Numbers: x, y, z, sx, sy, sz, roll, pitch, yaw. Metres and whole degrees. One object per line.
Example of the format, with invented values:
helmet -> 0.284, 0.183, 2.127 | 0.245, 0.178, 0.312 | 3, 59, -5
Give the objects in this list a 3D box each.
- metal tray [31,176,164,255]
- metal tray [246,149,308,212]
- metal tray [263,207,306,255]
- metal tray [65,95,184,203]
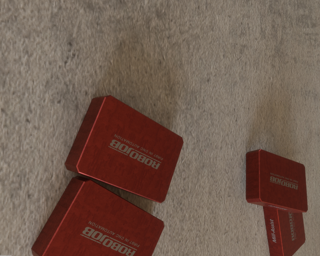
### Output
metal tray -> -0.062, 0.123, 0.351 | 0.130, 0.030, 0.090 | 40, 66, -33
metal tray -> 0.211, 0.098, 0.556 | 0.131, 0.030, 0.090 | 19, 66, -29
metal tray -> 0.247, 0.183, 0.613 | 0.091, 0.030, 0.129 | -19, 102, -39
metal tray -> -0.036, 0.029, 0.373 | 0.131, 0.030, 0.090 | 30, 71, -36
